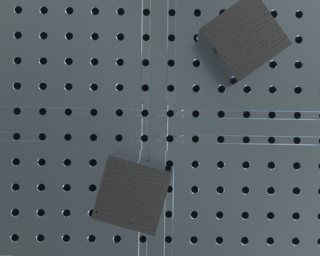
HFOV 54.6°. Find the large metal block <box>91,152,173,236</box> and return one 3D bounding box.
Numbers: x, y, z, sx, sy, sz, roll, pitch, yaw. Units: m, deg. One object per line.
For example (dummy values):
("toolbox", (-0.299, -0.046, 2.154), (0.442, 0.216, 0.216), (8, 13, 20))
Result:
("large metal block", (-0.034, 0.082, 0.401), (0.080, 0.050, 0.080), (16, 90, 0))

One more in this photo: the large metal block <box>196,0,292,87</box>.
("large metal block", (0.105, -0.112, 0.401), (0.080, 0.050, 0.080), (-35, 90, 0))
